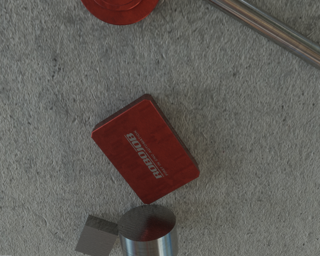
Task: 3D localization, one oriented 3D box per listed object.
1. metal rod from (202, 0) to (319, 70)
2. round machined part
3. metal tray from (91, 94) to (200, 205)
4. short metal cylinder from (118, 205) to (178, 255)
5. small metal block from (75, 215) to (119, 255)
[{"bbox_3d":[0.160,-0.105,0.373,0.301,0.025,0.025,27,108,-10],"label":"metal rod"},{"bbox_3d":[-0.045,-0.164,0.340,0.099,0.042,0.097,0,110,-1],"label":"round machined part"},{"bbox_3d":[-0.017,0.031,0.418,0.090,0.030,0.130,-32,108,10],"label":"metal tray"},{"bbox_3d":[-0.016,0.152,0.437,0.080,0.080,0.050,-5,110,1],"label":"short metal cylinder"},{"bbox_3d":[-0.095,0.166,0.470,0.050,0.025,0.050,21,109,-8],"label":"small metal block"}]
